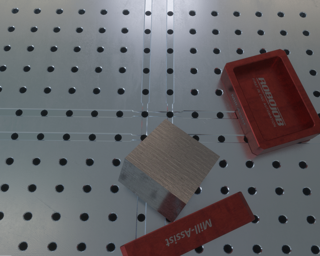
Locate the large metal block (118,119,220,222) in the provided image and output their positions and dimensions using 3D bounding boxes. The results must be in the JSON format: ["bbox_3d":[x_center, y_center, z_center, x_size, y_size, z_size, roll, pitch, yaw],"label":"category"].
[{"bbox_3d":[0.011,0.048,0.366,0.080,0.050,0.080,35,50,12],"label":"large metal block"}]

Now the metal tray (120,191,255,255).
[{"bbox_3d":[0.028,0.114,0.335,0.131,0.090,0.030,-22,72,-8],"label":"metal tray"}]

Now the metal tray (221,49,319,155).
[{"bbox_3d":[0.149,-0.038,0.423,0.091,0.030,0.130,-16,71,-6],"label":"metal tray"}]
